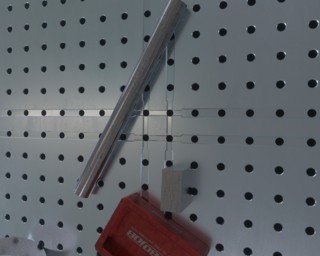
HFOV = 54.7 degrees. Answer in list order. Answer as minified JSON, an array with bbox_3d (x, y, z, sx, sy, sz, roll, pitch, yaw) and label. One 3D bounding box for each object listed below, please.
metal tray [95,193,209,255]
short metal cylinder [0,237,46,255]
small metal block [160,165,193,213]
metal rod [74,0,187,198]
[{"bbox_3d":[-0.013,0.161,0.414,0.130,0.030,0.090,33,100,16],"label":"metal tray"},{"bbox_3d":[-0.218,0.208,0.460,0.080,0.080,0.050,26,99,18],"label":"short metal cylinder"},{"bbox_3d":[0.022,0.075,0.392,0.025,0.050,0.050,3,91,20],"label":"small metal block"},{"bbox_3d":[-0.045,-0.035,0.428,0.025,0.025,0.299,31,100,17],"label":"metal rod"}]
